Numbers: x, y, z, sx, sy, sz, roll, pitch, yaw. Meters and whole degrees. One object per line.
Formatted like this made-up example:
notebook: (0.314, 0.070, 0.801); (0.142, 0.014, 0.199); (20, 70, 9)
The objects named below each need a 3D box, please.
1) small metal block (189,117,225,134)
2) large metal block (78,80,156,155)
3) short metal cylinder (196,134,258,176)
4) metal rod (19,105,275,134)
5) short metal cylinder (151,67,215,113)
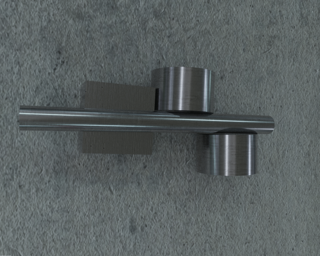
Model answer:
small metal block: (0.052, -0.005, 0.416); (0.050, 0.050, 0.025); (1, 90, -20)
large metal block: (-0.054, -0.010, 0.374); (0.081, 0.050, 0.079); (3, 89, -20)
short metal cylinder: (0.089, 0.033, 0.415); (0.081, 0.080, 0.050); (0, 90, -20)
metal rod: (0.004, -0.007, 0.358); (0.303, 0.025, 0.025); (1, 90, -22)
short metal cylinder: (0.028, -0.045, 0.393); (0.081, 0.080, 0.050); (2, 90, -20)
